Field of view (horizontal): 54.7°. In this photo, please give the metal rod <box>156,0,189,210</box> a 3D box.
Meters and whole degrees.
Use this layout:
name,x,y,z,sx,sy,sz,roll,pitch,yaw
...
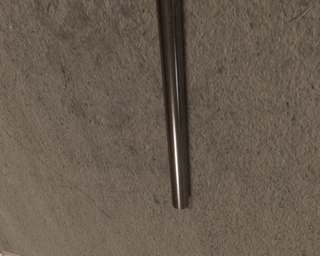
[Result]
name,x,y,z,sx,sy,sz,roll,pitch,yaw
metal rod,0.019,-0.017,0.384,0.025,0.025,0.298,9,122,23
